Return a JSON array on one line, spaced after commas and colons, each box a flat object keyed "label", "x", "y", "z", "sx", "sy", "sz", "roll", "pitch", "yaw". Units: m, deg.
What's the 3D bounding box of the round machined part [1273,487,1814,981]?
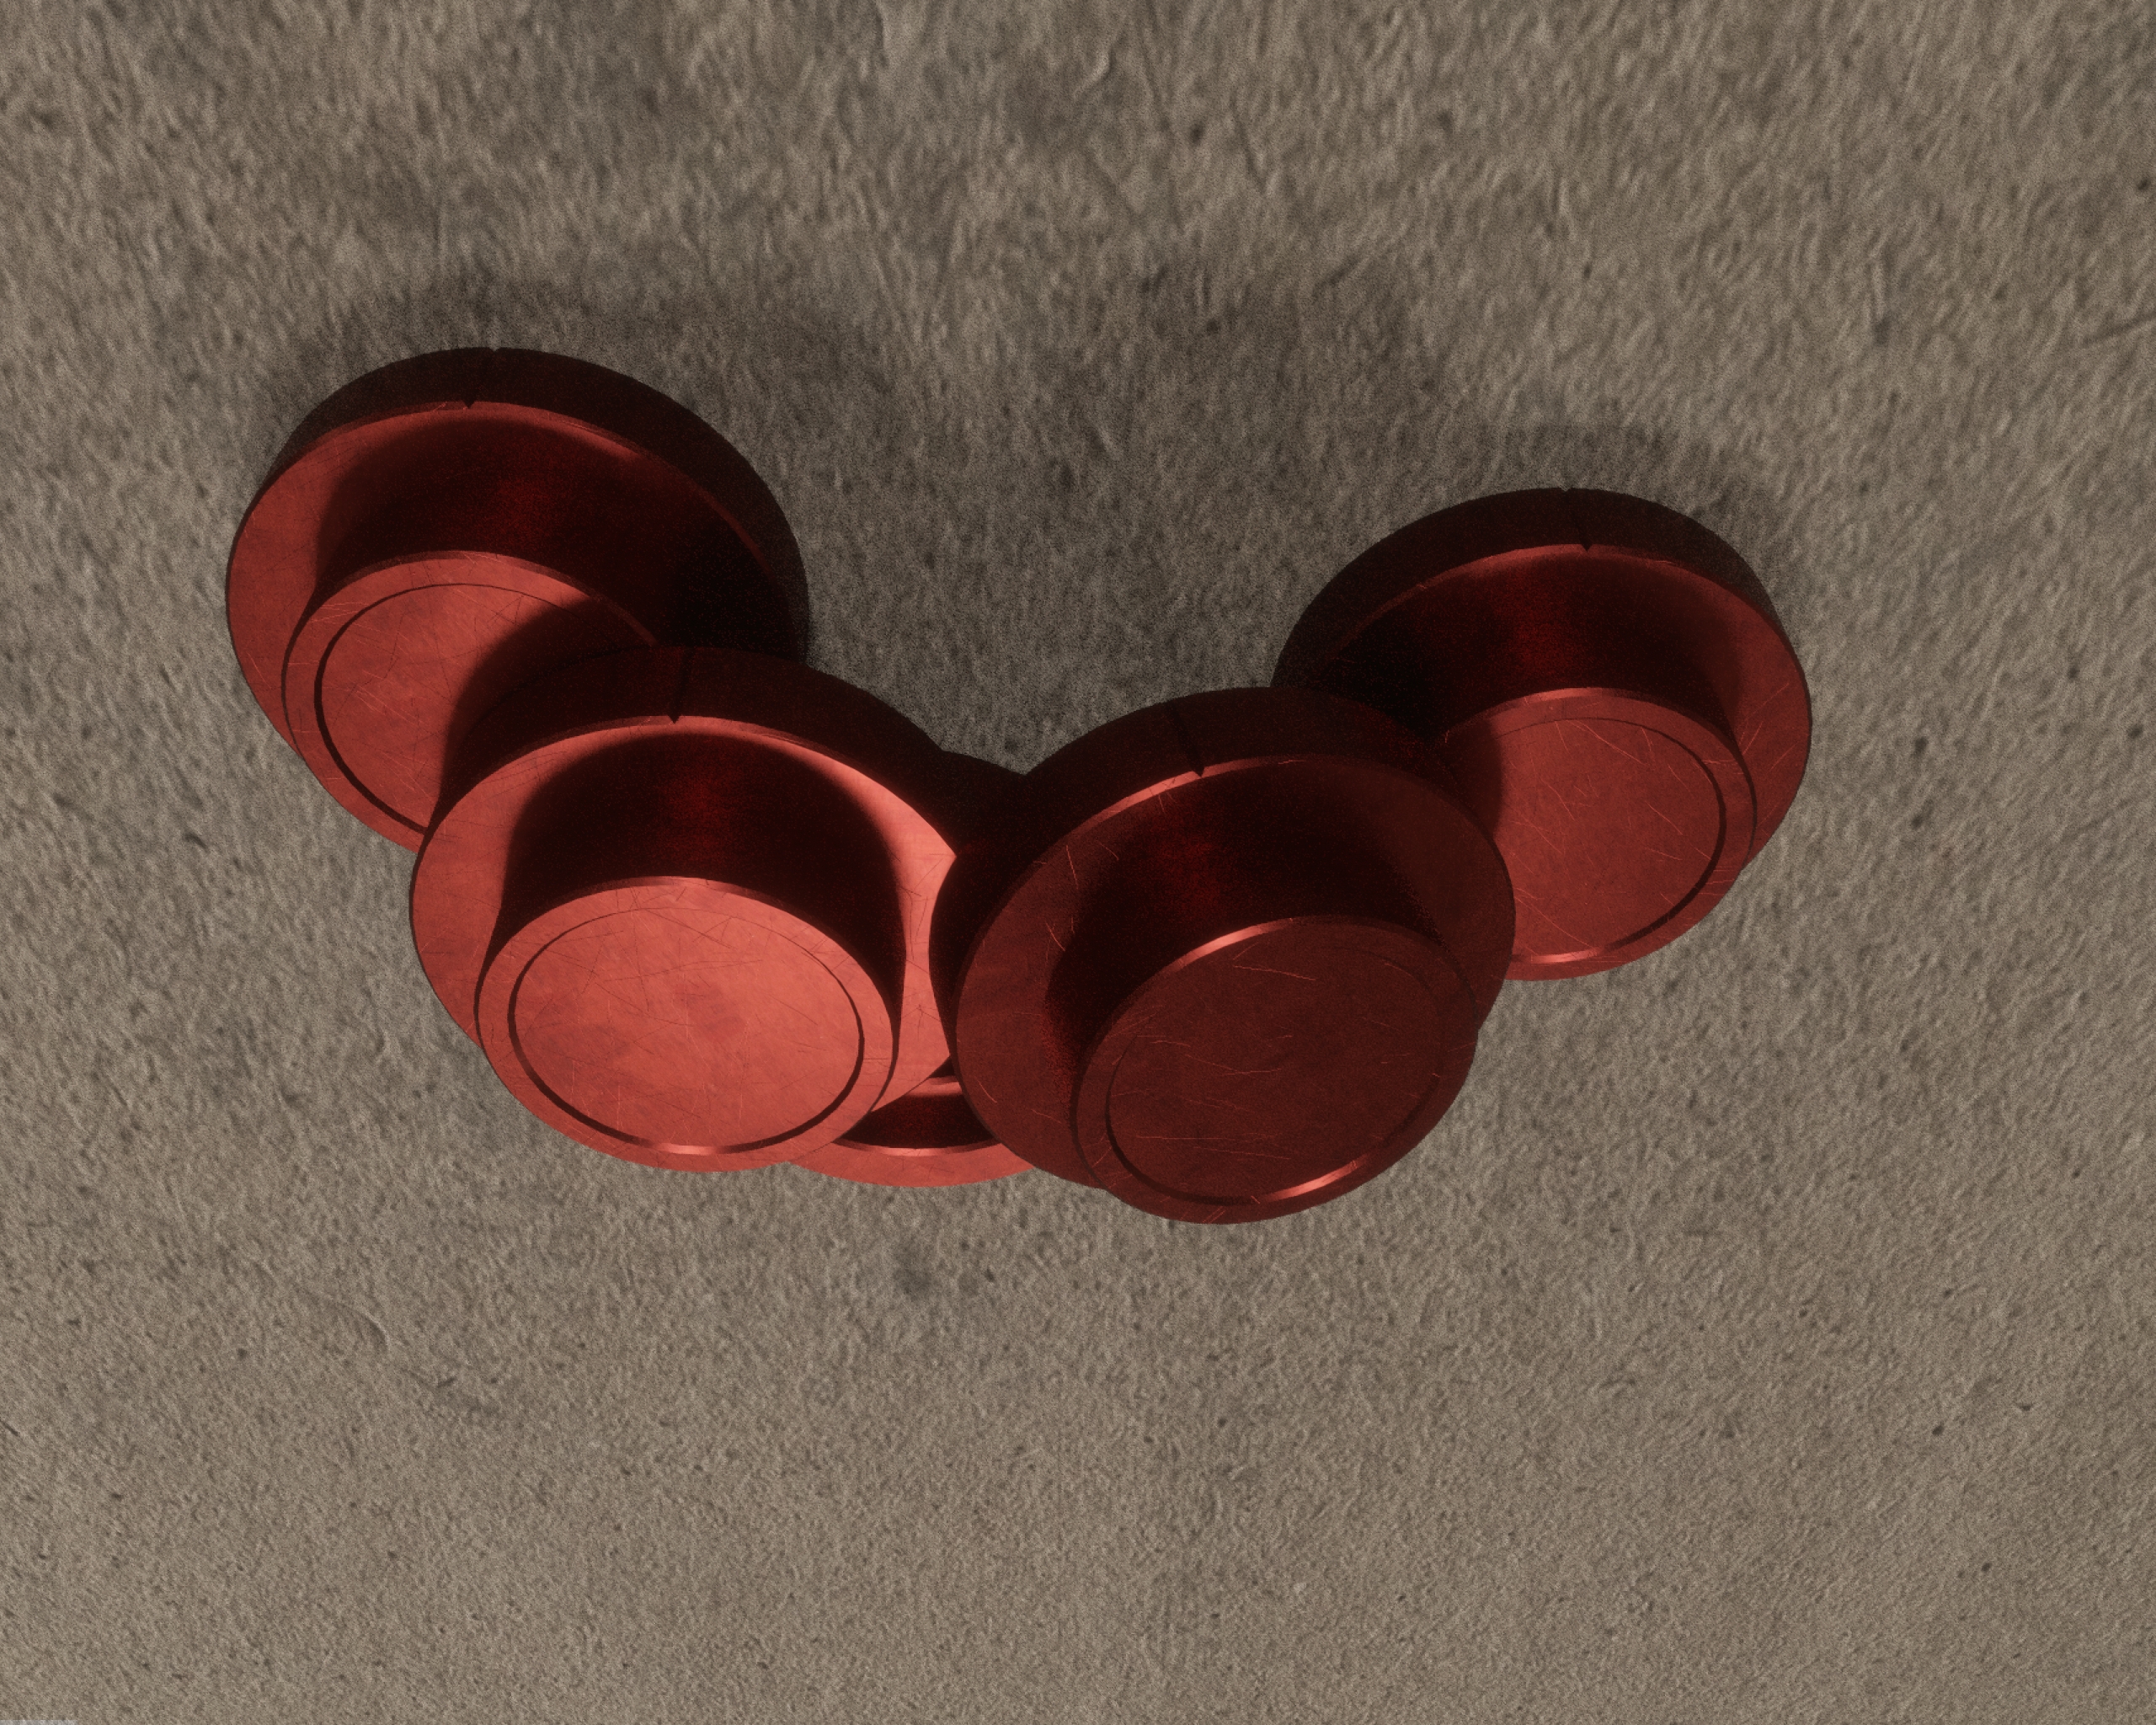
[{"label": "round machined part", "x": 0.086, "y": -0.016, "z": 0.384, "sx": 0.099, "sy": 0.042, "sz": 0.097, "roll": -1, "pitch": 130, "yaw": 0}]

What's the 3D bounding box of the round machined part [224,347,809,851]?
[{"label": "round machined part", "x": -0.098, "y": -0.036, "z": 0.364, "sx": 0.099, "sy": 0.042, "sz": 0.097, "roll": -1, "pitch": 130, "yaw": 0}]

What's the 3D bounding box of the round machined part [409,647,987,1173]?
[{"label": "round machined part", "x": -0.063, "y": 0.015, "z": 0.354, "sx": 0.099, "sy": 0.042, "sz": 0.097, "roll": -1, "pitch": 130, "yaw": 0}]

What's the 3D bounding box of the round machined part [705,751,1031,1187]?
[{"label": "round machined part", "x": -0.032, "y": 0.016, "z": 0.411, "sx": 0.099, "sy": 0.042, "sz": 0.097, "roll": -1, "pitch": 130, "yaw": 0}]

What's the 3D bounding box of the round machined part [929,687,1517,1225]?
[{"label": "round machined part", "x": 0.027, "y": 0.022, "z": 0.348, "sx": 0.099, "sy": 0.042, "sz": 0.097, "roll": -9, "pitch": 130, "yaw": -10}]
